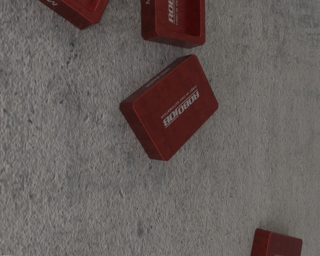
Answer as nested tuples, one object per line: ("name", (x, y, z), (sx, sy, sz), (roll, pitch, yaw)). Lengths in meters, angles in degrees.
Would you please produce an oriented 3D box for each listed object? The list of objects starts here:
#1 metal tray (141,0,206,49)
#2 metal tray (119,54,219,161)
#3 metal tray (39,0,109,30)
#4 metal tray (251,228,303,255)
("metal tray", (0.019, -0.180, 0.416), (0.091, 0.030, 0.129), (-2, 91, -40))
("metal tray", (0.018, -0.029, 0.416), (0.131, 0.030, 0.090), (-43, 116, -31))
("metal tray", (-0.106, -0.174, 0.311), (0.131, 0.030, 0.090), (31, 71, -36))
("metal tray", (0.221, 0.246, 0.587), (0.131, 0.030, 0.090), (24, 75, -37))
